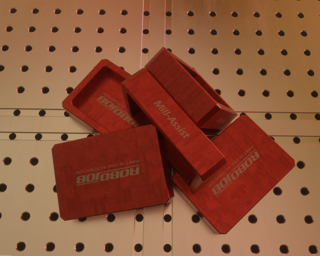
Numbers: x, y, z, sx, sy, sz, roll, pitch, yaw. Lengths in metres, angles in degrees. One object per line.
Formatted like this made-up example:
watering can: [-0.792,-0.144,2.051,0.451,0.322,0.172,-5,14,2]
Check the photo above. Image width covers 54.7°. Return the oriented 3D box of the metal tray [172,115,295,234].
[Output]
metal tray: [0.090,0.056,0.388,0.130,0.030,0.090,-39,75,-14]

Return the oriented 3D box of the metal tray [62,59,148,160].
metal tray: [-0.051,-0.024,0.417,0.130,0.030,0.090,34,73,11]

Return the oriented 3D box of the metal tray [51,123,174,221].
metal tray: [-0.056,0.052,0.364,0.131,0.030,0.090,-12,81,10]

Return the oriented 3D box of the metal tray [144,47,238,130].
metal tray: [0.043,-0.041,0.372,0.030,0.130,0.090,-45,74,15]

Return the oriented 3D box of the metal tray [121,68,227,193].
metal tray: [0.011,0.006,0.343,0.030,0.090,0.130,-37,75,-12]
